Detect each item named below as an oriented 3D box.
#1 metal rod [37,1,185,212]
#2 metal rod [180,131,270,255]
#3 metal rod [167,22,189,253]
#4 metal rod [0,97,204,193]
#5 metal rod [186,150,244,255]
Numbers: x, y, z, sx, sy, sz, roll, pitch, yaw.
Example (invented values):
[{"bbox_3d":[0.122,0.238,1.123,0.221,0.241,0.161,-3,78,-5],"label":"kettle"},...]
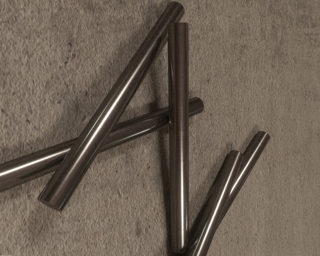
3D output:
[{"bbox_3d":[-0.039,-0.047,0.352,0.025,0.025,0.300,47,56,-30],"label":"metal rod"},{"bbox_3d":[0.104,0.114,0.494,0.301,0.025,0.025,-49,120,-29],"label":"metal rod"},{"bbox_3d":[0.025,0.021,0.399,0.025,0.025,0.298,-12,106,-40],"label":"metal rod"},{"bbox_3d":[-0.056,0.010,0.359,0.302,0.025,0.025,-22,104,-38],"label":"metal rod"},{"bbox_3d":[0.061,0.153,0.434,0.025,0.025,0.301,51,53,-28],"label":"metal rod"}]
